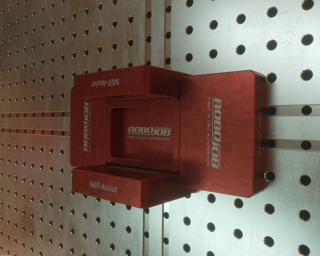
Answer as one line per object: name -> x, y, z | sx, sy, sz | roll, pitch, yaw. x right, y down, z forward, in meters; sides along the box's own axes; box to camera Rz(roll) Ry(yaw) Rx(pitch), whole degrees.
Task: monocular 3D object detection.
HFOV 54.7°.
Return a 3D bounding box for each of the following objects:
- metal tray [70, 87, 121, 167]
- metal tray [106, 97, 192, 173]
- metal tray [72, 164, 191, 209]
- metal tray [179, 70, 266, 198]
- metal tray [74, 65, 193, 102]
metal tray -> -0.102, -0.001, 0.487 | 0.090, 0.030, 0.129 | 1, 91, 39
metal tray -> -0.018, 0.007, 0.416 | 0.130, 0.030, 0.089 | 1, 91, 39
metal tray -> -0.037, 0.068, 0.394 | 0.130, 0.091, 0.030 | 1, 91, 39
metal tray -> 0.068, 0.005, 0.347 | 0.090, 0.030, 0.129 | 1, 91, 38
metal tray -> -0.035, -0.052, 0.394 | 0.130, 0.091, 0.030 | 1, 91, 39
